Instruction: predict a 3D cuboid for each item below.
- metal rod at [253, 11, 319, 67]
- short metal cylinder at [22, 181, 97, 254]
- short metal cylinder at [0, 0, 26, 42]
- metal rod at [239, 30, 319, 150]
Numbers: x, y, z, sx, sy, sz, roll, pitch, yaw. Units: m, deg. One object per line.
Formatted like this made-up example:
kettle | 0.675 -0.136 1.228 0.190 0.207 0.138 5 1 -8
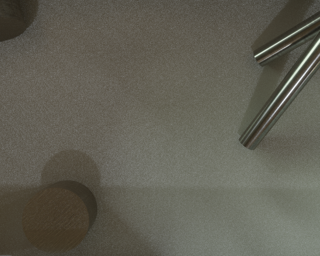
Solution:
metal rod | 0.238 -0.151 0.327 0.299 0.025 0.025 -29 91 37
short metal cylinder | -0.126 0.111 0.397 0.081 0.050 0.079 0 90 -1
short metal cylinder | -0.214 -0.143 0.381 0.080 0.080 0.050 -16 90 0
metal rod | 0.182 -0.093 0.346 0.025 0.025 0.298 29 118 -1
